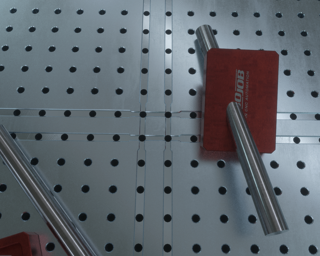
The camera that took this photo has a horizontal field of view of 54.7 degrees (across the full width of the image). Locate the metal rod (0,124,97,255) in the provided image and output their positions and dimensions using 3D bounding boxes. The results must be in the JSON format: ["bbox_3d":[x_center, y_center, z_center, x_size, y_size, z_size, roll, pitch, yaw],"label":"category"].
[{"bbox_3d":[-0.121,0.112,0.369,0.025,0.025,0.300,-38,75,-13],"label":"metal rod"}]

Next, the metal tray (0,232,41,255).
[{"bbox_3d":[-0.173,0.191,0.337,0.091,0.030,0.130,-16,71,-7],"label":"metal tray"}]

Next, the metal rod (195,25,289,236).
[{"bbox_3d":[0.093,-0.019,0.393,0.025,0.025,0.299,-10,60,-4],"label":"metal rod"}]

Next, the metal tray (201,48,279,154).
[{"bbox_3d":[0.102,-0.034,0.402,0.091,0.030,0.129,3,89,0],"label":"metal tray"}]
